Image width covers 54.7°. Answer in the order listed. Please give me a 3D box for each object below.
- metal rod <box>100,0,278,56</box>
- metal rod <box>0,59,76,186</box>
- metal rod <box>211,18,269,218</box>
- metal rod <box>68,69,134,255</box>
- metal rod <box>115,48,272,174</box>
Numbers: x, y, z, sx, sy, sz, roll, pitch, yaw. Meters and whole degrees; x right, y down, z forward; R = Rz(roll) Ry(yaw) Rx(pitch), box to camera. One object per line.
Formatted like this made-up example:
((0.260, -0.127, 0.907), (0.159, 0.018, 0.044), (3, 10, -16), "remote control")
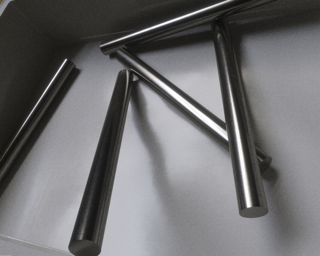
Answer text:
((0.030, -0.156, 0.458), (0.300, 0.025, 0.025), (-8, 58, 32), "metal rod")
((-0.227, 0.011, 0.515), (0.025, 0.025, 0.300), (14, 69, 33), "metal rod")
((0.085, -0.043, 0.364), (0.025, 0.025, 0.300), (-15, 49, 19), "metal rod")
((-0.056, 0.007, 0.361), (0.025, 0.025, 0.300), (-21, 32, 15), "metal rod")
((0.023, -0.040, 0.417), (0.025, 0.025, 0.300), (-44, 51, -3), "metal rod")
